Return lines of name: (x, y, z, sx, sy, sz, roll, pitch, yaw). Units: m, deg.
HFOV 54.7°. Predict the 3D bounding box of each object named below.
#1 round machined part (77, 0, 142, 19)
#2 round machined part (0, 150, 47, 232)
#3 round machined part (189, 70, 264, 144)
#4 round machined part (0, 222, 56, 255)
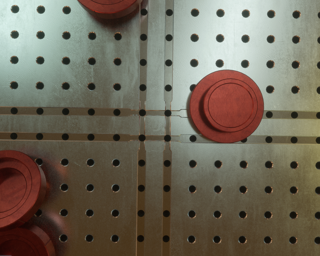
round machined part: (-0.066, -0.191, 0.404, 0.099, 0.042, 0.097, 0, 90, -1)
round machined part: (-0.193, 0.080, 0.390, 0.099, 0.042, 0.098, 0, 64, 0)
round machined part: (0.088, -0.028, 0.406, 0.099, 0.042, 0.097, 0, 90, -1)
round machined part: (-0.185, 0.169, 0.403, 0.099, 0.042, 0.097, 0, 90, -1)
